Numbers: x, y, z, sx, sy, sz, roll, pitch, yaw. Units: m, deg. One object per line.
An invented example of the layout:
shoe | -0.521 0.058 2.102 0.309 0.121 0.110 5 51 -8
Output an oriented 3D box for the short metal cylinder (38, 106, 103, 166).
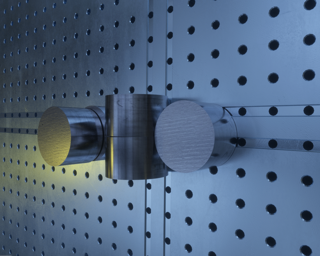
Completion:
short metal cylinder | -0.125 0.011 0.429 0.080 0.050 0.079 0 90 40

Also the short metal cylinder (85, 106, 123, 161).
short metal cylinder | -0.082 0.008 0.461 0.080 0.050 0.079 0 90 39

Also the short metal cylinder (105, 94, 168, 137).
short metal cylinder | -0.030 -0.016 0.399 0.080 0.081 0.050 1 92 40

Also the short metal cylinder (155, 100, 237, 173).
short metal cylinder | 0.041 0.009 0.359 0.080 0.050 0.079 0 90 39

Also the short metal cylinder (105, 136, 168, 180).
short metal cylinder | -0.030 0.036 0.398 0.080 0.081 0.050 -1 89 40
